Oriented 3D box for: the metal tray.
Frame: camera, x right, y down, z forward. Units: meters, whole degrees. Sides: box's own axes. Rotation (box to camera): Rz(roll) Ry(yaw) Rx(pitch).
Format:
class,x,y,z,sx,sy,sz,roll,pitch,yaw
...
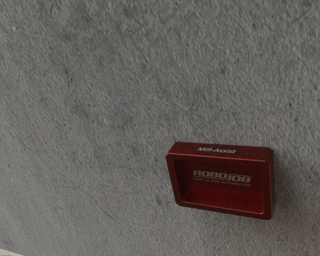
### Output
class,x,y,z,sx,sy,sz,roll,pitch,yaw
metal tray,0.078,0.067,0.403,0.130,0.030,0.090,2,120,27
